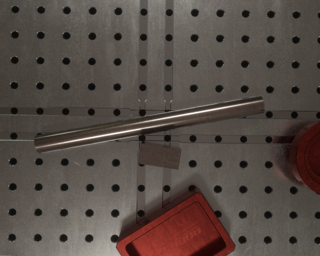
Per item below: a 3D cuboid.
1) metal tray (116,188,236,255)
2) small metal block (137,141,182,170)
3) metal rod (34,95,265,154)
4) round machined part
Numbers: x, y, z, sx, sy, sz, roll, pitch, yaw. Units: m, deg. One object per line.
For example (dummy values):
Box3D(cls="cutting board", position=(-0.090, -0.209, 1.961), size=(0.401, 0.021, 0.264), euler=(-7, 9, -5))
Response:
Box3D(cls="metal tray", position=(0.020, 0.152, 0.411), size=(0.130, 0.030, 0.090), euler=(-32, 90, -1))
Box3D(cls="small metal block", position=(-0.001, 0.034, 0.401), size=(0.050, 0.050, 0.025), euler=(9, 90, -1))
Box3D(cls="metal rod", position=(-0.013, -0.005, 0.413), size=(0.302, 0.025, 0.025), euler=(-10, 90, -1))
Box3D(cls="round machined part", position=(0.219, 0.038, 0.408), size=(0.099, 0.042, 0.097), euler=(0, 90, -1))
